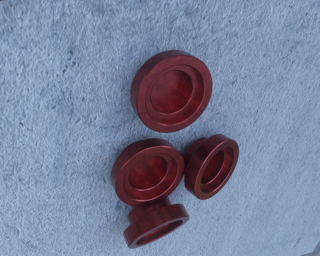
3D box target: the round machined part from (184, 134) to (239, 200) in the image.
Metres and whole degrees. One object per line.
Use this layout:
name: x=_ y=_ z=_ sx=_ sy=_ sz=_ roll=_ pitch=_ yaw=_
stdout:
round machined part: x=0.069 y=0.052 z=0.454 sx=0.099 sy=0.042 sz=0.097 roll=-27 pitch=132 yaw=-34

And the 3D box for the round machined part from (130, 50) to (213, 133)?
round machined part: x=0.010 y=-0.046 z=0.373 sx=0.099 sy=0.042 sz=0.097 roll=-14 pitch=124 yaw=-21

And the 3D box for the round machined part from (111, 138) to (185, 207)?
round machined part: x=-0.019 y=0.055 z=0.419 sx=0.099 sy=0.042 sz=0.097 roll=-14 pitch=124 yaw=-21

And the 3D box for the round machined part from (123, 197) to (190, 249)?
round machined part: x=-0.009 y=0.136 z=0.458 sx=0.099 sy=0.042 sz=0.098 roll=-22 pitch=153 yaw=-12
